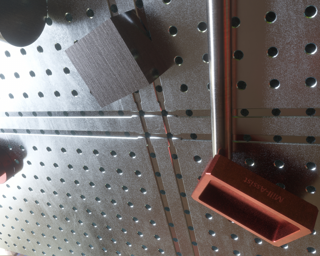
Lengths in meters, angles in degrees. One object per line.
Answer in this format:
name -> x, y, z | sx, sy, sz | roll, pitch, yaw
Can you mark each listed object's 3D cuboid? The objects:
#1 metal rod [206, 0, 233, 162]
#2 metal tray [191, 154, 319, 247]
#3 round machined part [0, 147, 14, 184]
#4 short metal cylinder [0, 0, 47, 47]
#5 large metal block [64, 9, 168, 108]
metal rod -> 0.062, -0.092, 0.320 | 0.025, 0.025, 0.298 | 7, 122, 24
metal tray -> 0.111, 0.093, 0.386 | 0.130, 0.030, 0.090 | 29, 149, 9
round machined part -> -0.350, 0.075, 0.627 | 0.098, 0.042, 0.097 | 13, 124, 20
short metal cylinder -> -0.187, -0.146, 0.381 | 0.050, 0.080, 0.079 | 21, 126, 15
large metal block -> -0.052, -0.081, 0.371 | 0.080, 0.050, 0.080 | -21, 108, 35
